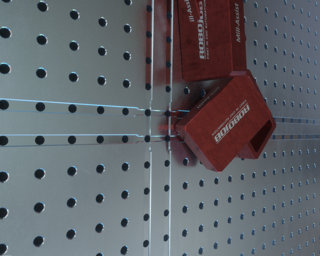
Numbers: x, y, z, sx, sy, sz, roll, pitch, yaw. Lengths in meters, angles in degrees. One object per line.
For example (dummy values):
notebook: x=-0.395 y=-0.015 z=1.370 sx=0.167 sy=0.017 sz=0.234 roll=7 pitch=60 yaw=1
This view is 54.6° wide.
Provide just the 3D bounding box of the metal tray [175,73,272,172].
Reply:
metal tray: x=0.097 y=-0.011 z=0.458 sx=0.130 sy=0.030 sz=0.090 roll=-44 pitch=108 yaw=-16

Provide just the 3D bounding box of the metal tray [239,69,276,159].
metal tray: x=0.144 y=-0.022 z=0.524 sx=0.090 sy=0.030 sz=0.130 roll=-51 pitch=120 yaw=-28

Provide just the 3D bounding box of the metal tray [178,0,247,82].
metal tray: x=0.069 y=-0.132 z=0.421 sx=0.030 sy=0.090 sz=0.129 roll=-7 pitch=95 yaw=-38

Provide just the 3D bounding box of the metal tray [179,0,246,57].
metal tray: x=0.073 y=-0.175 z=0.448 sx=0.091 sy=0.030 sz=0.129 roll=-27 pitch=105 yaw=-36
